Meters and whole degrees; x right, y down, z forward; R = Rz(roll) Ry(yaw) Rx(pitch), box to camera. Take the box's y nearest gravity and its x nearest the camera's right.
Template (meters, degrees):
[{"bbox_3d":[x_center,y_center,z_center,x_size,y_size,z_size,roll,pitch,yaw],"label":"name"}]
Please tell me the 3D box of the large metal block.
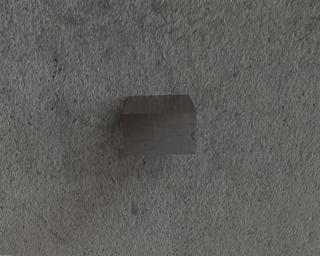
[{"bbox_3d":[0.000,-0.006,0.380,0.081,0.080,0.050,-1,110,0],"label":"large metal block"}]
